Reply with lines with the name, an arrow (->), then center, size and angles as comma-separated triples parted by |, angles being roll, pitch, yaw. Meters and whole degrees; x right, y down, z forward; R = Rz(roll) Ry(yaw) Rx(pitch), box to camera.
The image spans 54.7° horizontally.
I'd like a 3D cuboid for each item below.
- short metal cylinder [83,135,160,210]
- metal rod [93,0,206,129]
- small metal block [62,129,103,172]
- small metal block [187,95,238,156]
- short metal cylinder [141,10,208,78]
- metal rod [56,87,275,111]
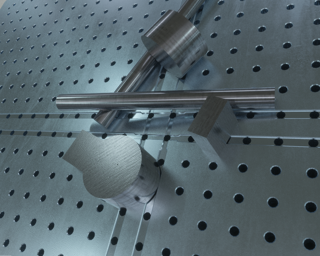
short metal cylinder -> -0.047, 0.055, 0.383 | 0.080, 0.050, 0.080 | -13, 56, 21
metal rod -> -0.002, -0.126, 0.486 | 0.025, 0.025, 0.300 | 28, 77, 37
small metal block -> -0.102, 0.036, 0.440 | 0.050, 0.025, 0.050 | 23, 74, 36
small metal block -> 0.063, -0.002, 0.361 | 0.025, 0.050, 0.050 | 22, 74, 36
short metal cylinder -> 0.020, -0.116, 0.434 | 0.050, 0.080, 0.080 | -46, 51, -3
metal rod -> -0.007, -0.037, 0.413 | 0.301, 0.025, 0.025 | 1, 62, 21
